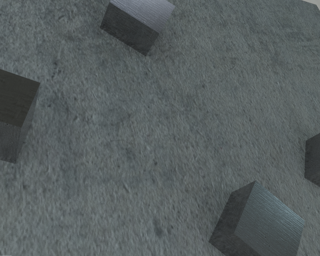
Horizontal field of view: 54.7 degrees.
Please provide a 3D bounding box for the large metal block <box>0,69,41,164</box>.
[{"bbox_3d":[-0.165,-0.015,0.289,0.081,0.080,0.050,19,54,-18],"label":"large metal block"}]

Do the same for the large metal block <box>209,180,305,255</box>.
[{"bbox_3d":[0.119,0.126,0.377,0.080,0.050,0.080,40,51,-2],"label":"large metal block"}]

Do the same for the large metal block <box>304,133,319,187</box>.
[{"bbox_3d":[0.284,0.045,0.497,0.050,0.080,0.080,31,52,-9],"label":"large metal block"}]

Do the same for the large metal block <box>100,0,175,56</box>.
[{"bbox_3d":[-0.033,-0.171,0.476,0.080,0.050,0.080,30,52,-9],"label":"large metal block"}]
